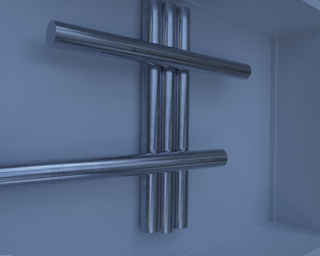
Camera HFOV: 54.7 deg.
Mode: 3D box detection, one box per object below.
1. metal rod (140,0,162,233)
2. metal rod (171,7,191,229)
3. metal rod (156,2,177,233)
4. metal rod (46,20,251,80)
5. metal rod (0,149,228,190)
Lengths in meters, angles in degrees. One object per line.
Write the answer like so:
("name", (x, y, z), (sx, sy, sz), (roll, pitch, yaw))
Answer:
("metal rod", (-0.011, -0.019, 0.396), (0.025, 0.025, 0.298), (1, 90, -40))
("metal rod", (0.028, -0.014, 0.427), (0.025, 0.025, 0.298), (1, 89, -40))
("metal rod", (0.008, -0.014, 0.412), (0.025, 0.025, 0.298), (1, 89, -40))
("metal rod", (0.015, -0.087, 0.384), (0.302, 0.025, 0.025), (0, 90, -40))
("metal rod", (-0.043, 0.042, 0.346), (0.303, 0.025, 0.025), (-1, 91, -33))
